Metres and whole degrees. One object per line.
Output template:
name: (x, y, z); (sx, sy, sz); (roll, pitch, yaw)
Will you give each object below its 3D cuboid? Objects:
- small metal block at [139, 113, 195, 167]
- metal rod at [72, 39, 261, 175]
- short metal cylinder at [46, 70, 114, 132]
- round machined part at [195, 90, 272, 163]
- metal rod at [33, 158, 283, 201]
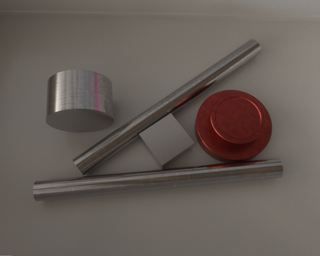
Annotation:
small metal block: (0.008, 0.017, 0.401); (0.050, 0.025, 0.050); (-34, 74, -12)
metal rod: (0.018, -0.035, 0.421); (0.301, 0.025, 0.025); (-35, 74, -12)
short metal cylinder: (-0.100, -0.031, 0.390); (0.081, 0.080, 0.050); (-5, 70, -2)
round machined part: (0.097, -0.006, 0.401); (0.099, 0.042, 0.098); (0, 70, -1)
metal rod: (0.000, 0.064, 0.385); (0.302, 0.025, 0.025); (-5, 70, -3)
